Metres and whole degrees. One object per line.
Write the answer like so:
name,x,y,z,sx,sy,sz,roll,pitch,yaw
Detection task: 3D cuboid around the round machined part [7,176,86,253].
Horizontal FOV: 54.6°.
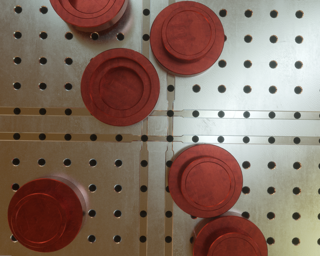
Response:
round machined part,-0.150,0.114,0.404,0.099,0.042,0.097,0,90,0

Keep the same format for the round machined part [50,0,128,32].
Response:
round machined part,-0.090,-0.173,0.404,0.099,0.042,0.097,0,90,0

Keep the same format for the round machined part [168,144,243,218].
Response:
round machined part,0.060,0.070,0.405,0.099,0.042,0.097,0,90,0

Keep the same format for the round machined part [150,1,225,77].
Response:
round machined part,0.036,-0.118,0.405,0.099,0.042,0.097,0,90,0

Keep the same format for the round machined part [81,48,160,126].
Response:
round machined part,-0.049,-0.051,0.405,0.099,0.042,0.097,0,90,0

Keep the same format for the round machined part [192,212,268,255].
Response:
round machined part,0.092,0.164,0.406,0.099,0.042,0.097,0,90,0
